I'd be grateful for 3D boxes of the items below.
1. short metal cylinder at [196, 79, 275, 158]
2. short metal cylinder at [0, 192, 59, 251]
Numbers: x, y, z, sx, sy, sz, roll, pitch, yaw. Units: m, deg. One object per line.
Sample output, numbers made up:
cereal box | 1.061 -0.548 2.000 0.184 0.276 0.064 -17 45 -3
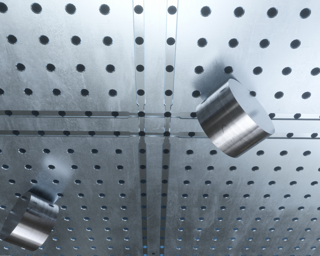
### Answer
short metal cylinder | 0.089 -0.012 0.367 0.080 0.080 0.050 34 122 -26
short metal cylinder | -0.210 0.150 0.501 0.080 0.080 0.050 -37 121 27
